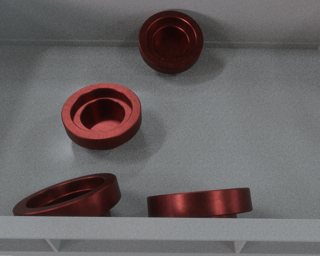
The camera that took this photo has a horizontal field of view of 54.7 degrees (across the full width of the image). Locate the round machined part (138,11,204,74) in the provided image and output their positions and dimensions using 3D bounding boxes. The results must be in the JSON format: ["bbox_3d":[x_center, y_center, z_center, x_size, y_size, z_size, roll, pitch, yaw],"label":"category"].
[{"bbox_3d":[0.016,-0.130,0.487,0.099,0.042,0.098,1,77,-2],"label":"round machined part"}]

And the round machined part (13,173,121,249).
[{"bbox_3d":[-0.086,0.081,0.303,0.099,0.042,0.098,-14,6,2],"label":"round machined part"}]

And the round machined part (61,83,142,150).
[{"bbox_3d":[-0.073,-0.010,0.402,0.099,0.042,0.098,0,50,0],"label":"round machined part"}]

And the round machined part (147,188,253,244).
[{"bbox_3d":[0.038,0.083,0.296,0.099,0.098,0.042,-4,77,-4],"label":"round machined part"}]
